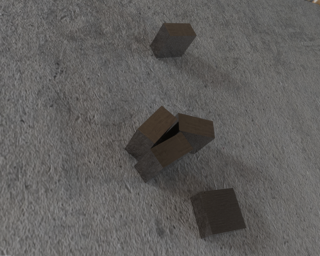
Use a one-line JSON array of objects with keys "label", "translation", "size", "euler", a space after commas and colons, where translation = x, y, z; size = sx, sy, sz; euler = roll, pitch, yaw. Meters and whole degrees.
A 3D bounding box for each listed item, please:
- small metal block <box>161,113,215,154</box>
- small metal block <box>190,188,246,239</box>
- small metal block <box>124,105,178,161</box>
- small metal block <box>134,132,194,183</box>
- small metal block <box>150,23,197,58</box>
[{"label": "small metal block", "translation": [0.035, 0.009, 0.401], "size": [0.050, 0.050, 0.025], "euler": [12, 57, -22]}, {"label": "small metal block", "translation": [0.070, 0.103, 0.378], "size": [0.050, 0.025, 0.050], "euler": [0, 62, -28]}, {"label": "small metal block", "translation": [-0.011, 0.008, 0.376], "size": [0.025, 0.050, 0.050], "euler": [41, 51, 3]}, {"label": "small metal block", "translation": [0.004, 0.035, 0.368], "size": [0.050, 0.050, 0.025], "euler": [-27, 77, -37]}, {"label": "small metal block", "translation": [0.020, -0.135, 0.481], "size": [0.050, 0.050, 0.025], "euler": [-12, 68, -33]}]
